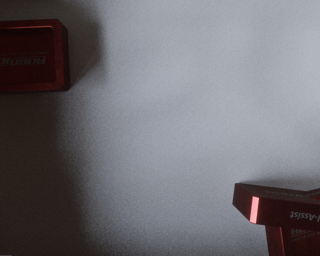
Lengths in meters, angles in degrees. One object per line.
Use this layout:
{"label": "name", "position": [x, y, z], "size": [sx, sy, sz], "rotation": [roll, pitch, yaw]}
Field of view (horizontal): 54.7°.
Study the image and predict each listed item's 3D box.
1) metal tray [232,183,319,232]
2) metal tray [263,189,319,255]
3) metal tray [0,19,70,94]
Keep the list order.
{"label": "metal tray", "position": [0.165, 0.097, 0.381], "size": [0.131, 0.090, 0.030], "rotation": [7, 90, -1]}
{"label": "metal tray", "position": [0.197, 0.127, 0.387], "size": [0.131, 0.030, 0.089], "rotation": [-8, 91, -19]}
{"label": "metal tray", "position": [-0.189, -0.091, 0.406], "size": [0.131, 0.030, 0.089], "rotation": [-3, 90, -1]}
